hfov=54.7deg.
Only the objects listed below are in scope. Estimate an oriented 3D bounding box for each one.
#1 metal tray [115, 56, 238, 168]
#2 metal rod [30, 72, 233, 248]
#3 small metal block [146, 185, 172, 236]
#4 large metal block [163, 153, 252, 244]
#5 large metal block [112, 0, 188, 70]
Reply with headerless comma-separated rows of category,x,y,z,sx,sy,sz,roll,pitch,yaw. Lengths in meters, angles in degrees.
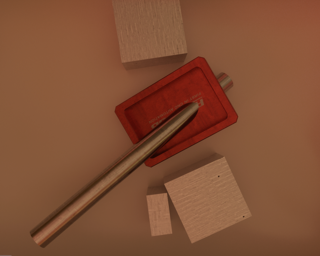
metal tray,0.020,-0.019,0.393,0.130,0.030,0.090,-30,91,14
metal rod,-0.024,0.030,0.379,0.301,0.025,0.025,-40,90,-13
small metal block,-0.001,0.105,0.399,0.025,0.050,0.050,-7,90,0
large metal block,0.058,0.087,0.400,0.080,0.050,0.080,-25,90,-1
large metal block,-0.013,-0.124,0.399,0.081,0.050,0.080,-9,90,-1
